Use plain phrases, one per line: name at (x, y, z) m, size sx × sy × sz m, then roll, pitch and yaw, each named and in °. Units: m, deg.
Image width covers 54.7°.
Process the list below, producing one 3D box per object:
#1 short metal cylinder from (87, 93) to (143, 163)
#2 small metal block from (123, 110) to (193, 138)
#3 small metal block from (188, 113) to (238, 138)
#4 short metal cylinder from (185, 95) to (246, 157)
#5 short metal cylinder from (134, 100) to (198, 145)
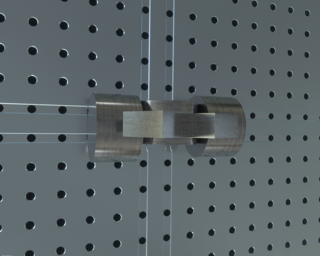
short metal cylinder at (-0.055, 0.000, 0.363) m, size 0.050 × 0.080 × 0.080 m, roll 1°, pitch 90°, yaw -20°
small metal block at (-0.001, -0.004, 0.312) m, size 0.050 × 0.050 × 0.025 m, roll 1°, pitch 90°, yaw -52°
small metal block at (0.050, -0.002, 0.336) m, size 0.050 × 0.050 × 0.025 m, roll 1°, pitch 90°, yaw -51°
short metal cylinder at (0.068, -0.002, 0.408) m, size 0.050 × 0.080 × 0.079 m, roll 1°, pitch 90°, yaw -19°
short metal cylinder at (0.007, -0.006, 0.386) m, size 0.081 × 0.080 × 0.050 m, roll 1°, pitch 90°, yaw -20°
